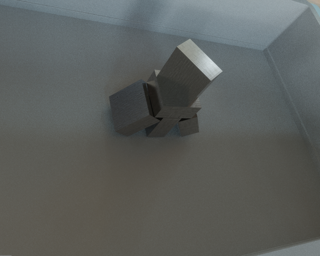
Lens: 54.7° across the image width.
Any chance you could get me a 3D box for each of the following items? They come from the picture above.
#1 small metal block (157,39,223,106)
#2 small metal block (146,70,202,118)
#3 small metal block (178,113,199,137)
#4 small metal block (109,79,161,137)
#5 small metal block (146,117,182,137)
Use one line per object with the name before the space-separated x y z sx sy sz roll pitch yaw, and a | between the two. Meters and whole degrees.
small metal block | 0.032 -0.061 0.344 0.050 0.050 0.025 46 52 4
small metal block | 0.016 -0.040 0.371 0.050 0.025 0.050 1 61 -28
small metal block | 0.033 -0.023 0.416 0.025 0.050 0.050 -15 65 3
small metal block | -0.032 -0.024 0.381 0.025 0.050 0.050 28 42 -55
small metal block | -0.001 -0.022 0.400 0.025 0.050 0.050 1 61 -28
